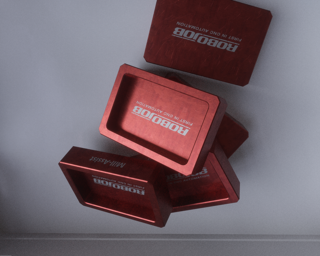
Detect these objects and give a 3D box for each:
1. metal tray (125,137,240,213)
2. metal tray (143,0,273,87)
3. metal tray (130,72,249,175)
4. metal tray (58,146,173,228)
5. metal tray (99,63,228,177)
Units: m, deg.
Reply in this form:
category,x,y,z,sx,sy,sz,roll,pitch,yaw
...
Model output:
category,x,y,z,sx,sy,sz,roll,pitch,yaw
metal tray,0.027,0.066,0.404,0.130,0.030,0.090,-17,120,26
metal tray,0.054,-0.109,0.369,0.131,0.030,0.089,13,110,-6
metal tray,0.038,0.000,0.409,0.130,0.030,0.090,35,106,-13
metal tray,-0.055,0.074,0.392,0.130,0.030,0.089,8,133,23
metal tray,0.000,-0.012,0.356,0.130,0.030,0.089,24,98,25
